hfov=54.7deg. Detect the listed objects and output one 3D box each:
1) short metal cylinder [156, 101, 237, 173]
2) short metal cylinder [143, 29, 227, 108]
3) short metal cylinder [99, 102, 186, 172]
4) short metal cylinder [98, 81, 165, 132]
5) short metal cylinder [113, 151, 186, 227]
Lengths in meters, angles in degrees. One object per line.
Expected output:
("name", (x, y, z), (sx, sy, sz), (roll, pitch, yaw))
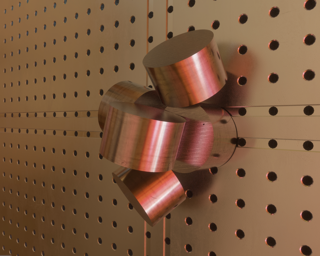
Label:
("short metal cylinder", (0.040, 0.010, 0.359), (0.080, 0.050, 0.080), (-1, 88, 40))
("short metal cylinder", (0.028, -0.066, 0.341), (0.080, 0.080, 0.050), (3, 132, 40))
("short metal cylinder", (-0.018, 0.007, 0.322), (0.080, 0.081, 0.050), (22, 104, 38))
("short metal cylinder", (-0.032, -0.016, 0.400), (0.050, 0.081, 0.079), (24, 105, 37))
("short metal cylinder", (-0.014, 0.072, 0.377), (0.080, 0.050, 0.080), (46, 160, 23))
